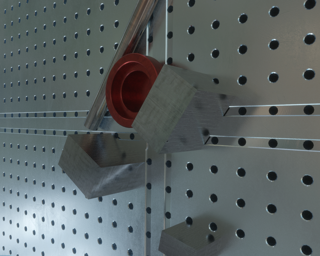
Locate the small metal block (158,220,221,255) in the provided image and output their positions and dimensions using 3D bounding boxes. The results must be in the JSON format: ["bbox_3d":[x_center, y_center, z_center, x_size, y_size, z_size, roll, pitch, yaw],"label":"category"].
[{"bbox_3d":[0.035,0.136,0.364,0.050,0.050,0.025,16,101,39],"label":"small metal block"}]

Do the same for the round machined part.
[{"bbox_3d":[-0.026,-0.049,0.419,0.098,0.042,0.097,0,90,40],"label":"round machined part"}]

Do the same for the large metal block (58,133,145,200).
[{"bbox_3d":[-0.083,0.050,0.443,0.080,0.081,0.050,37,113,34],"label":"large metal block"}]

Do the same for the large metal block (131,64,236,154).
[{"bbox_3d":[0.027,-0.019,0.351,0.050,0.081,0.080,44,117,31],"label":"large metal block"}]

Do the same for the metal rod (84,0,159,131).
[{"bbox_3d":[-0.044,-0.124,0.445,0.025,0.025,0.298,43,116,31],"label":"metal rod"}]
